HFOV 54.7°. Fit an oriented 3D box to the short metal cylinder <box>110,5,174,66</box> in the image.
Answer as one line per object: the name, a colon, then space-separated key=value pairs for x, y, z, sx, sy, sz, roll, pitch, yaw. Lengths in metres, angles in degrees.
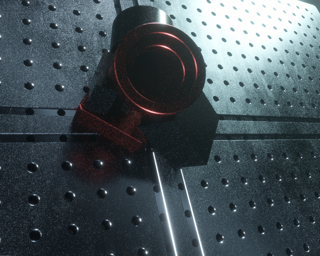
short metal cylinder: x=-0.021 y=-0.103 z=0.387 sx=0.081 sy=0.080 sz=0.050 roll=13 pitch=57 yaw=-22

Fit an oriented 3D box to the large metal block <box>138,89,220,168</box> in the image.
large metal block: x=0.028 y=-0.007 z=0.390 sx=0.080 sy=0.050 sz=0.080 roll=52 pitch=44 yaw=-32

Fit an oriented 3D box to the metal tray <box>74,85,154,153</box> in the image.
metal tray: x=-0.041 y=-0.042 z=0.410 sx=0.090 sy=0.030 sz=0.130 roll=30 pitch=52 yaw=-9

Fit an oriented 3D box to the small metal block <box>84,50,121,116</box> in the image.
small metal block: x=-0.062 y=-0.050 z=0.350 sx=0.025 sy=0.050 sz=0.050 roll=18 pitch=55 yaw=-19

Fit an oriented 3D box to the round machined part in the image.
round machined part: x=-0.004 y=-0.059 z=0.337 sx=0.099 sy=0.042 sz=0.097 roll=3 pitch=81 yaw=-17
